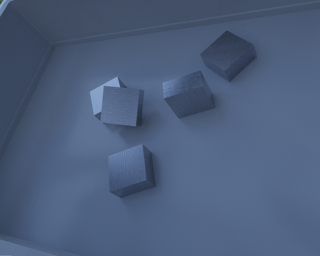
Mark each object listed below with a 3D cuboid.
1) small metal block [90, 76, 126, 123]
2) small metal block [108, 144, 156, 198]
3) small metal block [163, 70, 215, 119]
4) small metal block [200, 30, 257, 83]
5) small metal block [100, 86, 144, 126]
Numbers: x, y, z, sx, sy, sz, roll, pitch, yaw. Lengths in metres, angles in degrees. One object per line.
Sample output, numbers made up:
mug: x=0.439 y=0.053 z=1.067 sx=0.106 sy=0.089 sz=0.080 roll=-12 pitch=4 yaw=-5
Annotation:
small metal block: x=-0.075 y=-0.042 z=0.469 sx=0.050 sy=0.025 sz=0.050 roll=-27 pitch=53 yaw=11
small metal block: x=-0.036 y=0.054 z=0.390 sx=0.050 sy=0.025 sz=0.050 roll=-20 pitch=54 yaw=16
small metal block: x=0.037 y=-0.041 z=0.394 sx=0.050 sy=0.050 sz=0.025 roll=-16 pitch=56 yaw=19
small metal block: x=0.092 y=-0.097 z=0.416 sx=0.050 sy=0.025 sz=0.050 roll=-43 pitch=51 yaw=-2
small metal block: x=-0.052 y=-0.030 z=0.428 sx=0.050 sy=0.025 sz=0.050 roll=7 pitch=93 yaw=11
